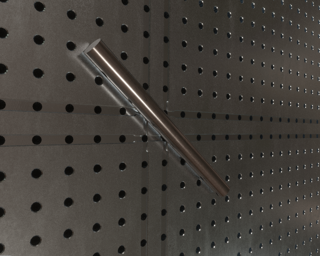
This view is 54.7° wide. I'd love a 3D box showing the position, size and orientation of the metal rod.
[{"bbox_3d":[0.012,0.004,0.421,0.300,0.025,0.025,47,62,-30],"label":"metal rod"}]
